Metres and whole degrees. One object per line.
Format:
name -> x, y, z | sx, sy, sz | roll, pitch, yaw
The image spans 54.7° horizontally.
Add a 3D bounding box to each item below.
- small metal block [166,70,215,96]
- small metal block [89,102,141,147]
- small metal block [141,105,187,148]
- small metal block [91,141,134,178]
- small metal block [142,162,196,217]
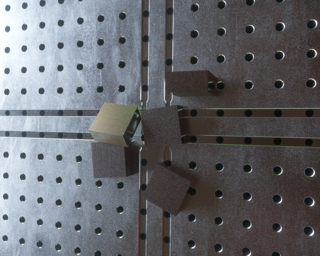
small metal block -> 0.040, -0.054, 0.385 | 0.050, 0.050, 0.025 | 1, 91, 19
small metal block -> -0.060, -0.005, 0.419 | 0.050, 0.025, 0.050 | 9, 55, 19
small metal block -> 0.005, -0.002, 0.410 | 0.050, 0.025, 0.050 | -8, 87, 19
small metal block -> -0.066, 0.043, 0.435 | 0.050, 0.025, 0.050 | -5, 88, 19
small metal block -> 0.012, 0.079, 0.408 | 0.050, 0.025, 0.050 | 26, 98, 17
